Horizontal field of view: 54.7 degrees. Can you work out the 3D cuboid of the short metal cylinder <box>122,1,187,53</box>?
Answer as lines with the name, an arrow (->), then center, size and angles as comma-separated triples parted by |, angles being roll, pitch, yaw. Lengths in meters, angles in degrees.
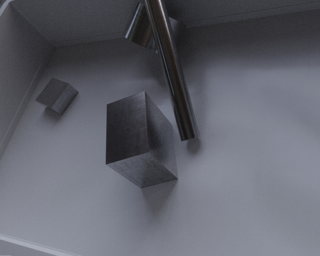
short metal cylinder -> -0.008, -0.144, 0.453 | 0.080, 0.081, 0.050 | 41, 114, 38

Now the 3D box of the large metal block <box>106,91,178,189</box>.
large metal block -> -0.021, 0.017, 0.370 | 0.050, 0.080, 0.080 | -18, 55, 18

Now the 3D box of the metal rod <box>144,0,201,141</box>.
metal rod -> 0.001, -0.130, 0.392 | 0.025, 0.025, 0.298 | -16, 85, 19

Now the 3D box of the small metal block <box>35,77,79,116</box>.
small metal block -> -0.176, -0.054, 0.529 | 0.050, 0.025, 0.050 | 21, 73, 35
